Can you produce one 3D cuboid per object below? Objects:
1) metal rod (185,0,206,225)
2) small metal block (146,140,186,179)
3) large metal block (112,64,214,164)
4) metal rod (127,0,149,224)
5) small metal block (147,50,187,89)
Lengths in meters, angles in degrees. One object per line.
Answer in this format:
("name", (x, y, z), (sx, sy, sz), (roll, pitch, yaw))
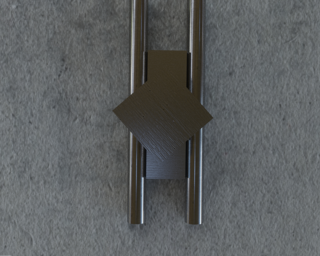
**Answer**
("metal rod", (0.047, -0.024, 0.412), (0.025, 0.025, 0.298), (1, 90, -1))
("small metal block", (0.008, 0.041, 0.410), (0.050, 0.025, 0.050), (1, 90, -1))
("large metal block", (0.003, -0.015, 0.372), (0.080, 0.050, 0.080), (-41, 91, 0))
("metal rod", (-0.029, -0.025, 0.411), (0.025, 0.025, 0.298), (1, 90, -1))
("small metal block", (0.009, -0.075, 0.410), (0.050, 0.025, 0.050), (1, 90, -1))
